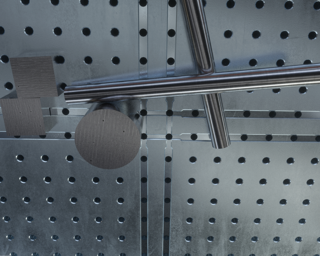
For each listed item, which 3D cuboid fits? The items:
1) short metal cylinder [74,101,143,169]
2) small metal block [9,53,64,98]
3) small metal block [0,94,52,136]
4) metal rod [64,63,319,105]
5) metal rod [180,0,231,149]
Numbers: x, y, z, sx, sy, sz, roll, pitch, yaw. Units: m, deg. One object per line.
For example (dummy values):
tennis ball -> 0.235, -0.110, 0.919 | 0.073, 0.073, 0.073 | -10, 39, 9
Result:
short metal cylinder -> -0.064, 0.006, 0.402 | 0.081, 0.050, 0.079 | 0, 110, 0
small metal block -> -0.153, -0.065, 0.388 | 0.050, 0.025, 0.050 | -3, 110, 1
small metal block -> -0.174, -0.018, 0.405 | 0.050, 0.025, 0.050 | -1, 110, 0
metal rod -> 0.031, -0.051, 0.371 | 0.301, 0.025, 0.025 | -4, 110, 10
metal rod -> 0.046, -0.113, 0.372 | 0.025, 0.025, 0.298 | -14, 110, 5
